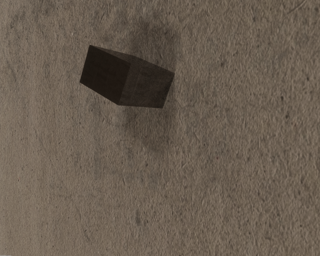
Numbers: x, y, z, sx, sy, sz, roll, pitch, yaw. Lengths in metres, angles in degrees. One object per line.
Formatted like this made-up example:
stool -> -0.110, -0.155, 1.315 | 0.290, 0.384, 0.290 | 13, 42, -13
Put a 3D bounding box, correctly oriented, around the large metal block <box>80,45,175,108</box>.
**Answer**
large metal block -> -0.042, -0.065, 0.402 | 0.080, 0.081, 0.050 | 31, 109, 35
